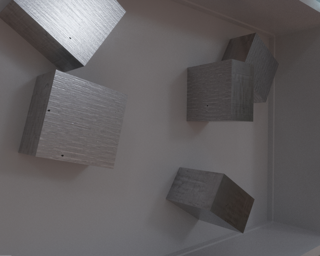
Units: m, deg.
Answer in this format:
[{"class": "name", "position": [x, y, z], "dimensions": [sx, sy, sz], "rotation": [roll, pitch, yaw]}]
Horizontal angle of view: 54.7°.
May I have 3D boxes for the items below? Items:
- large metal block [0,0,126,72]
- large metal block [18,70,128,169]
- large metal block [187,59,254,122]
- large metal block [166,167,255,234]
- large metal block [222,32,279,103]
[{"class": "large metal block", "position": [-0.095, -0.115, 0.311], "dimensions": [0.080, 0.050, 0.080], "rotation": [44, 63, -31]}, {"class": "large metal block", "position": [-0.087, -0.005, 0.318], "dimensions": [0.081, 0.050, 0.080], "rotation": [17, 79, -39]}, {"class": "large metal block", "position": [0.085, -0.049, 0.445], "dimensions": [0.050, 0.080, 0.079], "rotation": [1, 89, -40]}, {"class": "large metal block", "position": [0.070, 0.099, 0.432], "dimensions": [0.080, 0.080, 0.050], "rotation": [40, 66, -33]}, {"class": "large metal block", "position": [0.146, -0.096, 0.516], "dimensions": [0.080, 0.050, 0.080], "rotation": [38, 67, -34]}]
